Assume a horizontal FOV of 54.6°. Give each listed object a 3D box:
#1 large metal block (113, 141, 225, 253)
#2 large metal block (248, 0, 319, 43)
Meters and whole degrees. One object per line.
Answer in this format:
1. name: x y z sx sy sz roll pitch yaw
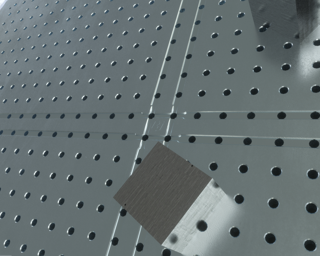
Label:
1. large metal block: 0.010 0.075 0.342 0.080 0.050 0.080 33 80 38
2. large metal block: 0.159 -0.166 0.392 0.050 0.080 0.080 -44 51 -2
